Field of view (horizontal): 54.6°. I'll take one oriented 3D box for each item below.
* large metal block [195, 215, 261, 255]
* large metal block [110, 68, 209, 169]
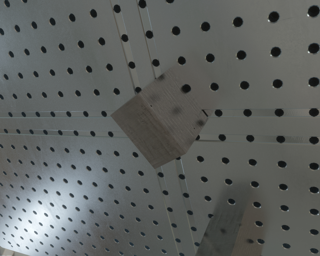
[{"bbox_3d":[0.098,0.181,0.436,0.050,0.080,0.080,-13,112,34],"label":"large metal block"},{"bbox_3d":[0.003,-0.013,0.367,0.050,0.080,0.080,-32,101,38],"label":"large metal block"}]
